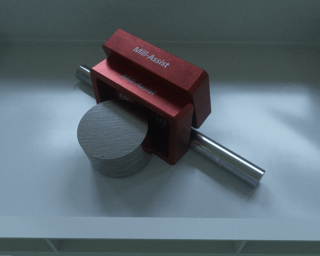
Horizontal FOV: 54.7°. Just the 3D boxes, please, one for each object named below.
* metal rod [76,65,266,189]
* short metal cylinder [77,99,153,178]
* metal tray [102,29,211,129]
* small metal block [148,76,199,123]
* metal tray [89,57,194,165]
[{"bbox_3d":[-0.002,-0.013,0.416,0.300,0.025,0.025,32,57,23],"label":"metal rod"},{"bbox_3d":[-0.051,0.013,0.368,0.080,0.050,0.080,-3,57,4],"label":"short metal cylinder"},{"bbox_3d":[-0.002,-0.058,0.377,0.130,0.090,0.030,32,74,23],"label":"metal tray"},{"bbox_3d":[0.019,-0.042,0.438,0.050,0.025,0.050,33,57,24],"label":"small metal block"},{"bbox_3d":[-0.024,-0.020,0.378,0.130,0.089,0.030,32,57,23],"label":"metal tray"}]
